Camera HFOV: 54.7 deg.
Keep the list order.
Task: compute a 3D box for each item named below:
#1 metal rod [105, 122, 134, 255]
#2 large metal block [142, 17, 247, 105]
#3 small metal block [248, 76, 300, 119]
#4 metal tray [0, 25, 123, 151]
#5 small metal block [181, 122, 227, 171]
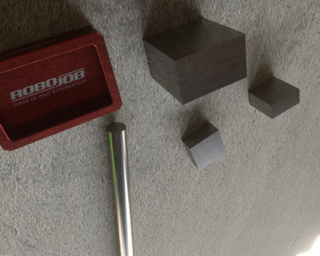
[{"bbox_3d":[-0.054,0.126,0.456,0.025,0.025,0.298,-14,124,-21],"label":"metal rod"},{"bbox_3d":[0.037,-0.078,0.345,0.081,0.080,0.050,-24,128,-14],"label":"large metal block"},{"bbox_3d":[0.167,-0.046,0.456,0.050,0.050,0.025,-30,129,-10],"label":"small metal block"},{"bbox_3d":[-0.113,-0.041,0.317,0.131,0.030,0.089,-23,127,-15],"label":"metal tray"},{"bbox_3d":[0.066,0.028,0.462,0.050,0.025,0.050,-33,129,-7],"label":"small metal block"}]
